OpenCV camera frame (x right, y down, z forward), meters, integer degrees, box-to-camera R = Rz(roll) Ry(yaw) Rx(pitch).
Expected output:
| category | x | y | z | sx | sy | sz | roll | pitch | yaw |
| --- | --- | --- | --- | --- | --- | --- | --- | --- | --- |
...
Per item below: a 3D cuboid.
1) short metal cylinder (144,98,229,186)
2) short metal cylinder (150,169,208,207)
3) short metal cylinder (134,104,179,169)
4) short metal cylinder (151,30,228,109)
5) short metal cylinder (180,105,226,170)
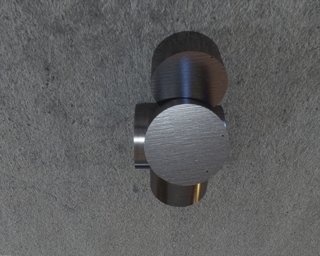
| category | x | y | z | sx | sy | sz | roll | pitch | yaw |
| --- | --- | --- | --- | --- | --- | --- | --- | --- | --- |
| short metal cylinder | 0.025 | 0.012 | 0.316 | 0.081 | 0.050 | 0.079 | 0 | 102 | -1 |
| short metal cylinder | 0.027 | 0.060 | 0.425 | 0.081 | 0.080 | 0.050 | 0 | 130 | -1 |
| short metal cylinder | -0.004 | 0.010 | 0.382 | 0.050 | 0.080 | 0.079 | 0 | 130 | -1 |
| short metal cylinder | 0.031 | -0.060 | 0.343 | 0.081 | 0.050 | 0.079 | 0 | 130 | 0 |
| short metal cylinder | 0.048 | 0.011 | 0.382 | 0.050 | 0.080 | 0.079 | 1 | 130 | 0 |
